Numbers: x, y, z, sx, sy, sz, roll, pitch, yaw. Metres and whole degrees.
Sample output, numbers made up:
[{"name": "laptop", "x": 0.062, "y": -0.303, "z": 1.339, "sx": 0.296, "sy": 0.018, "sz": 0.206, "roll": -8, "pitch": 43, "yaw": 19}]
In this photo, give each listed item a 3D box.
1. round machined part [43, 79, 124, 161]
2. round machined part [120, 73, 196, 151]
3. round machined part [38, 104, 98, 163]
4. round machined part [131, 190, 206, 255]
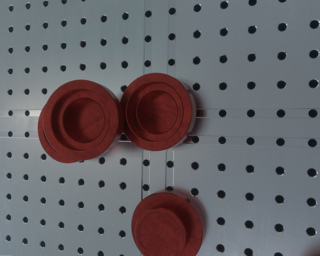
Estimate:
[{"name": "round machined part", "x": -0.092, "y": -0.010, "z": 0.392, "sx": 0.098, "sy": 0.042, "sz": 0.097, "roll": 0, "pitch": 89, "yaw": 12}, {"name": "round machined part", "x": 0.000, "y": -0.020, "z": 0.404, "sx": 0.098, "sy": 0.042, "sz": 0.097, "roll": 0, "pitch": 90, "yaw": 20}, {"name": "round machined part", "x": -0.122, "y": 0.000, "z": 0.448, "sx": 0.098, "sy": 0.042, "sz": 0.097, "roll": 0, "pitch": 90, "yaw": 20}, {"name": "round machined part", "x": 0.007, "y": 0.132, "z": 0.402, "sx": 0.098, "sy": 0.042, "sz": 0.097, "roll": 0, "pitch": 90, "yaw": 20}]
